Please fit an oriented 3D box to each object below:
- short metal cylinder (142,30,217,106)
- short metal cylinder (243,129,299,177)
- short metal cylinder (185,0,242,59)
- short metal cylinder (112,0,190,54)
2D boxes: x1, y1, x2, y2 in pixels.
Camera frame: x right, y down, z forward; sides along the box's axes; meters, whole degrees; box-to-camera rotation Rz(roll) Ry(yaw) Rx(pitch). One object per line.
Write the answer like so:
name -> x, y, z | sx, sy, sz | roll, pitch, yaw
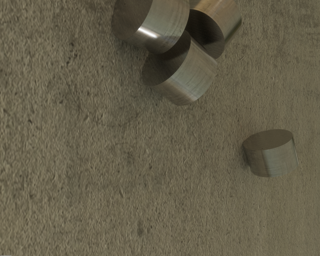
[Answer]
short metal cylinder -> 0.023, -0.075, 0.388 | 0.050, 0.080, 0.080 | 32, 70, -36
short metal cylinder -> 0.188, 0.041, 0.527 | 0.081, 0.080, 0.050 | -31, 110, -36
short metal cylinder -> 0.062, -0.138, 0.421 | 0.080, 0.080, 0.050 | 52, 60, -28
short metal cylinder -> -0.012, -0.132, 0.358 | 0.050, 0.080, 0.080 | 14, 82, -39
